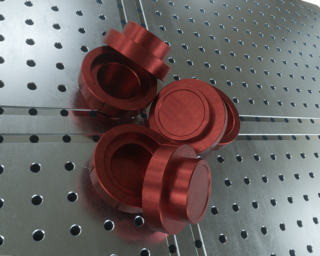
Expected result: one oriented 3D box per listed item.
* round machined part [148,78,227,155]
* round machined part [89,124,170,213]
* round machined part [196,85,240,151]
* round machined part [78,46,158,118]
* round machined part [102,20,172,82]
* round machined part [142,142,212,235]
[{"bbox_3d":[0.031,-0.015,0.384,0.098,0.098,0.042,63,12,17],"label":"round machined part"},{"bbox_3d":[-0.031,0.048,0.350,0.099,0.042,0.098,13,56,-21],"label":"round machined part"},{"bbox_3d":[0.060,-0.012,0.436,0.099,0.042,0.098,13,56,-21],"label":"round machined part"},{"bbox_3d":[-0.056,-0.054,0.399,0.099,0.042,0.098,13,56,-21],"label":"round machined part"},{"bbox_3d":[-0.024,-0.106,0.413,0.098,0.042,0.098,33,7,-4],"label":"round machined part"},{"bbox_3d":[0.024,0.065,0.333,0.099,0.042,0.097,-15,107,-60],"label":"round machined part"}]
